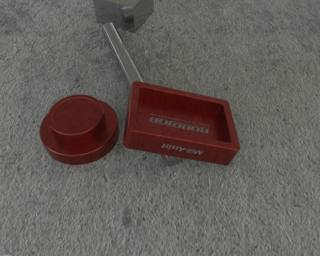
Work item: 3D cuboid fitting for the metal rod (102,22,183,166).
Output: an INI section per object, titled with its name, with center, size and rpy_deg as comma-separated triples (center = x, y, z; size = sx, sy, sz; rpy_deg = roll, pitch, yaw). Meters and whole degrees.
[metal rod]
center = -0.037, -0.069, 0.460
size = 0.025, 0.025, 0.300
rpy_deg = -16, 52, -13

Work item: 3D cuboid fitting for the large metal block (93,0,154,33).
[large metal block]
center = -0.066, -0.230, 0.580
size = 0.080, 0.050, 0.080
rpy_deg = 19, 53, 15

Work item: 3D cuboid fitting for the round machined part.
[round machined part]
center = -0.103, -0.005, 0.396
size = 0.099, 0.042, 0.098
rpy_deg = 0, 50, 0

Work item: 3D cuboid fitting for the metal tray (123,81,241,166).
[metal tray]
center = 0.025, -0.007, 0.378
size = 0.131, 0.030, 0.090
rpy_deg = 11, 43, -11
